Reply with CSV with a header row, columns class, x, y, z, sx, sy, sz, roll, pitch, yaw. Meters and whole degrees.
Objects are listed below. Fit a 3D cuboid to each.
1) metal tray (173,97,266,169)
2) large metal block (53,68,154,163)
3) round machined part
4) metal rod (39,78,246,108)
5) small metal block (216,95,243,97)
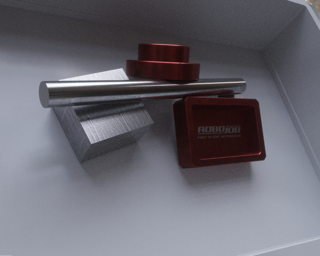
class,x,y,z,sx,sy,sz,roll,pitch,yaw
metal tray,0.085,0.005,0.427,0.131,0.030,0.089,-1,82,-30
large metal block,-0.068,-0.017,0.361,0.081,0.050,0.080,-20,72,-36
round machined part,0.005,-0.089,0.413,0.099,0.098,0.042,-5,105,-31
metal rod,0.008,-0.048,0.381,0.302,0.025,0.025,-8,66,-40
small metal block,0.101,-0.048,0.489,0.050,0.025,0.050,-12,68,-34
